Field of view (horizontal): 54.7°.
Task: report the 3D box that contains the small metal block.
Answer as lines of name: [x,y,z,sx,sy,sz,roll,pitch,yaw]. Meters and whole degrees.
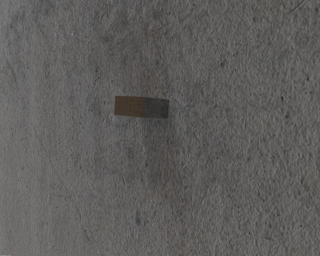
small metal block: [-0.024,-0.027,0.407,0.050,0.050,0.025,7,95,39]
